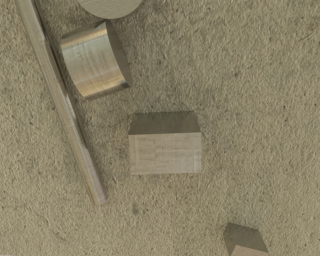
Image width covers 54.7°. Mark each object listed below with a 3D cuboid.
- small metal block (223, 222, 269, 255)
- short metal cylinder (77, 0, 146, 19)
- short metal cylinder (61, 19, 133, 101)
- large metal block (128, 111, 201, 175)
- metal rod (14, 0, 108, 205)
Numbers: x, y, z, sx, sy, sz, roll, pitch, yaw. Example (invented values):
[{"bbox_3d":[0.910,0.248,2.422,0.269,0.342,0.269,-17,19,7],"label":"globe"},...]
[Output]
[{"bbox_3d":[0.126,0.172,0.461,0.050,0.050,0.025,16,109,-6],"label":"small metal block"},{"bbox_3d":[-0.052,-0.161,0.336,0.081,0.050,0.079,0,109,-1],"label":"short metal cylinder"},{"bbox_3d":[-0.069,-0.076,0.352,0.050,0.080,0.080,-18,109,6],"label":"short metal cylinder"},{"bbox_3d":[0.006,0.016,0.386,0.080,0.080,0.050,-2,110,0],"label":"large metal block"},{"bbox_3d":[-0.123,-0.033,0.396,0.025,0.025,0.298,-13,110,5],"label":"metal rod"}]
